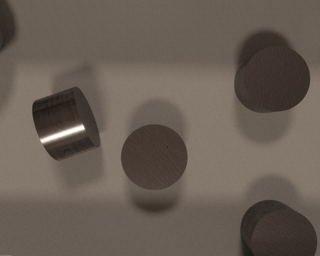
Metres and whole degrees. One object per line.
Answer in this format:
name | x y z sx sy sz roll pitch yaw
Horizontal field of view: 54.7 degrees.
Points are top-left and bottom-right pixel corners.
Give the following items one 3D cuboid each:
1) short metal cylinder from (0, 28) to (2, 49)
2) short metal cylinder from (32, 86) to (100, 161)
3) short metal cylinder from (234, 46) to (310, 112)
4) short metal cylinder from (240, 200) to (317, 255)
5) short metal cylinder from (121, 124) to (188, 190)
short metal cylinder | -0.243 -0.109 0.375 0.081 0.050 0.080 10 75 -43
short metal cylinder | -0.113 -0.005 0.382 0.050 0.080 0.080 -19 90 0
short metal cylinder | 0.142 -0.060 0.401 0.081 0.050 0.079 0 90 -1
short metal cylinder | 0.151 0.139 0.401 0.081 0.050 0.079 0 90 -1
short metal cylinder | -0.007 0.035 0.399 0.081 0.050 0.079 0 90 -1
